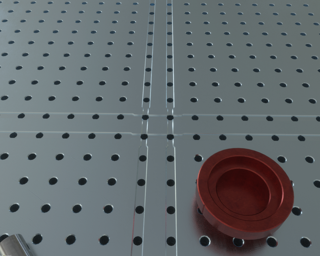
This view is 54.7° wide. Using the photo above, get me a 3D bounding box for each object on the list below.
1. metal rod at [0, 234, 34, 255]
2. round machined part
[{"bbox_3d":[-0.051,0.202,0.237,0.025,0.025,0.300,-34,58,-25],"label":"metal rod"},{"bbox_3d":[0.088,0.073,0.336,0.099,0.042,0.098,0,50,0],"label":"round machined part"}]
